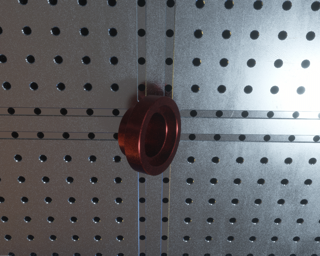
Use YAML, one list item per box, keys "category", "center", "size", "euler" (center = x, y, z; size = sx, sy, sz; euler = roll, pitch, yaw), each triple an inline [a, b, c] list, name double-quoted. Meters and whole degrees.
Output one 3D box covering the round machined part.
- category: "round machined part"
  center: [-0.015, 0.007, 0.386]
  size: [0.042, 0.099, 0.097]
  euler: [10, 114, 30]
